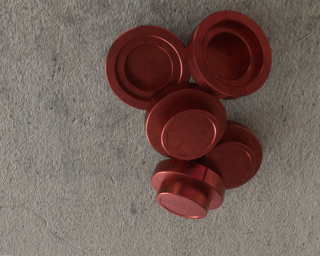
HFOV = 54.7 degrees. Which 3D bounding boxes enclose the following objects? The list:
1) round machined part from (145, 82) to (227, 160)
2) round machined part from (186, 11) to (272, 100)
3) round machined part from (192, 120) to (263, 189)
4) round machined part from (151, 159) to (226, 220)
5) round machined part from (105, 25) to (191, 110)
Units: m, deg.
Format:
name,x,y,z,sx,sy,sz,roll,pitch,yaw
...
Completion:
name,x,y,z,sx,sy,sz,roll,pitch,yaw
round machined part,0.032,-0.001,0.367,0.099,0.042,0.097,-5,121,-7
round machined part,0.075,-0.080,0.359,0.099,0.042,0.097,2,83,-18
round machined part,0.090,0.042,0.419,0.099,0.042,0.097,0,110,-1
round machined part,0.033,0.085,0.407,0.098,0.042,0.097,16,145,11
round machined part,-0.013,-0.074,0.375,0.099,0.042,0.097,0,110,-1
